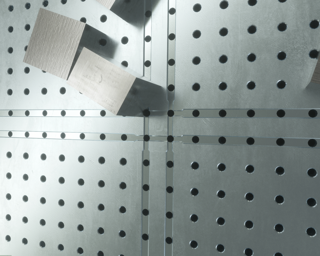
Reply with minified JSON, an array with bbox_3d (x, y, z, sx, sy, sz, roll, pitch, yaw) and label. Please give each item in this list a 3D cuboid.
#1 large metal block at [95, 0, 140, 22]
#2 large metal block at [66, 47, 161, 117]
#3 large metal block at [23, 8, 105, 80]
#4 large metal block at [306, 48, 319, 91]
[{"bbox_3d":[-0.064,-0.207,0.422,0.080,0.050,0.080,39,102,16],"label":"large metal block"},{"bbox_3d":[-0.058,-0.057,0.404,0.080,0.080,0.050,32,101,17],"label":"large metal block"},{"bbox_3d":[-0.138,-0.116,0.449,0.080,0.050,0.080,24,98,18],"label":"large metal block"},{"bbox_3d":[0.210,-0.073,0.325,0.080,0.050,0.080,19,96,19],"label":"large metal block"}]
